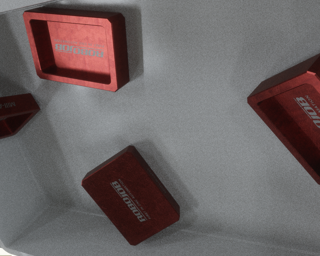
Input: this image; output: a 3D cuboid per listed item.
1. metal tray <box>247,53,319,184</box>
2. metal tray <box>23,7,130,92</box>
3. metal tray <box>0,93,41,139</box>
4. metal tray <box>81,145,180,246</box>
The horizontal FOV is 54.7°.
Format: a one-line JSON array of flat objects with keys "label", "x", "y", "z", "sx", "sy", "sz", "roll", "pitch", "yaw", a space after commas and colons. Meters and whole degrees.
[{"label": "metal tray", "x": 0.157, "y": 0.000, "z": 0.296, "sx": 0.130, "sy": 0.030, "sz": 0.090, "roll": 48, "pitch": 158, "yaw": -6}, {"label": "metal tray", "x": -0.106, "y": -0.102, "z": 0.396, "sx": 0.130, "sy": 0.030, "sz": 0.089, "roll": 12, "pitch": 124, "yaw": 21}, {"label": "metal tray", "x": -0.256, "y": -0.008, "z": 0.458, "sx": 0.090, "sy": 0.131, "sz": 0.030, "roll": -35, "pitch": 85, "yaw": 30}, {"label": "metal tray", "x": -0.042, "y": 0.102, "z": 0.464, "sx": 0.090, "sy": 0.030, "sz": 0.130, "roll": -34, "pitch": 101, "yaw": 11}]
